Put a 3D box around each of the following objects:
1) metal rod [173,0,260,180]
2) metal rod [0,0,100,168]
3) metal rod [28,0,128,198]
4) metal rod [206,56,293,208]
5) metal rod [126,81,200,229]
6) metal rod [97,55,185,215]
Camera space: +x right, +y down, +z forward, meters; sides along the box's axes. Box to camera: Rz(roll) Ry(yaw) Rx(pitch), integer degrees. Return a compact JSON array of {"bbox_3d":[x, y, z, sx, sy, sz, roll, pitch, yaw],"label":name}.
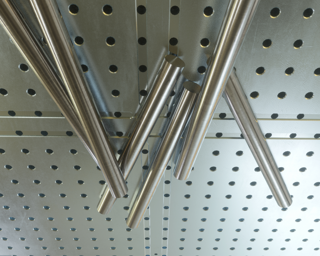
[{"bbox_3d":[0.055,-0.029,0.360,0.025,0.025,0.298,7,138,-6],"label":"metal rod"},{"bbox_3d":[-0.125,-0.053,0.365,0.025,0.025,0.299,-15,129,12],"label":"metal rod"},{"bbox_3d":[-0.090,-0.027,0.370,0.025,0.025,0.299,-9,124,8],"label":"metal rod"},{"bbox_3d":[0.135,0.022,0.431,0.025,0.025,0.300,-23,127,18],"label":"metal rod"},{"bbox_3d":[-0.004,0.060,0.462,0.025,0.025,0.298,13,129,-11],"label":"metal rod"},{"bbox_3d":[-0.039,0.030,0.436,0.025,0.025,0.298,17,128,-14],"label":"metal rod"}]
